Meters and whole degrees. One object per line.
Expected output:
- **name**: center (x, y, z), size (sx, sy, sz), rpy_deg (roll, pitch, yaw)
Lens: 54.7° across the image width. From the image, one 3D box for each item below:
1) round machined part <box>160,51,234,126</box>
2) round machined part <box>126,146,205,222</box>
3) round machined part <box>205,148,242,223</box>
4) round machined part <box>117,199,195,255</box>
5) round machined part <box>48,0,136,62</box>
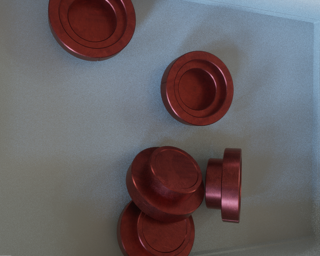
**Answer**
- **round machined part**: center (0.046, -0.051, 0.420), size (0.099, 0.042, 0.097), rpy_deg (0, 90, -21)
- **round machined part**: center (0.012, 0.060, 0.378), size (0.099, 0.042, 0.098), rpy_deg (18, 41, -16)
- **round machined part**: center (0.086, 0.075, 0.415), size (0.042, 0.098, 0.097), rpy_deg (1, 90, 16)
- **round machined part**: center (-0.001, 0.126, 0.384), size (0.099, 0.042, 0.098), rpy_deg (8, 64, -18)
- **round machined part**: center (-0.082, -0.128, 0.372), size (0.099, 0.042, 0.097), rpy_deg (0, 90, -21)
